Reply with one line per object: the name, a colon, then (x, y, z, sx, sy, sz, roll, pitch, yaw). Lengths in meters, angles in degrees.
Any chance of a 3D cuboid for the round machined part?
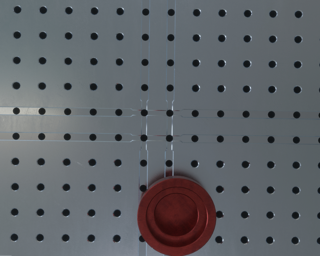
round machined part: (0.021, 0.111, 0.405, 0.099, 0.042, 0.097, 0, 90, 0)
